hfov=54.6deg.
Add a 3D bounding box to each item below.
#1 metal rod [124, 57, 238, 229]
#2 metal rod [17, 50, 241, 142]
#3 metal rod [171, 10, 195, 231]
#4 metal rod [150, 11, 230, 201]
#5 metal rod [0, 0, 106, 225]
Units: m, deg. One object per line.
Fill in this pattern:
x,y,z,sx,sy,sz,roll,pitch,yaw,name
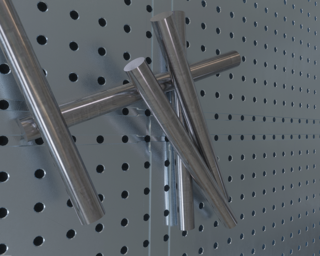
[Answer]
0.041,0.040,0.405,0.025,0.025,0.300,-52,127,-27,metal rod
-0.012,-0.049,0.374,0.302,0.025,0.025,-23,105,-30,metal rod
0.029,-0.008,0.432,0.025,0.025,0.298,-5,93,-40,metal rod
0.050,-0.003,0.407,0.025,0.025,0.299,-46,130,-30,metal rod
-0.120,-0.051,0.281,0.025,0.025,0.299,-27,99,-37,metal rod
